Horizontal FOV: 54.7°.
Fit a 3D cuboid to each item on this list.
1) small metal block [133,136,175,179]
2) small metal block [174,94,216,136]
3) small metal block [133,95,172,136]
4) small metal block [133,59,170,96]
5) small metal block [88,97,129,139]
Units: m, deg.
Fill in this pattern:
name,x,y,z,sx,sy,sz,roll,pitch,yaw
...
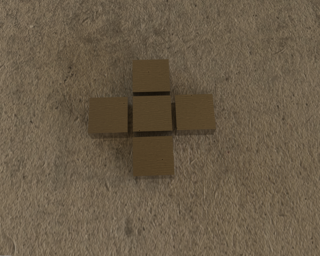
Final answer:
name,x,y,z,sx,sy,sz,roll,pitch,yaw
small metal block,-0.008,0.038,0.395,0.050,0.025,0.050,-2,70,-1
small metal block,0.046,-0.017,0.416,0.050,0.025,0.050,-2,70,-1
small metal block,-0.010,-0.015,0.415,0.050,0.025,0.050,-2,70,-1
small metal block,-0.012,-0.068,0.434,0.050,0.025,0.050,-2,70,-1
small metal block,-0.067,-0.013,0.413,0.050,0.025,0.050,-2,70,-1
